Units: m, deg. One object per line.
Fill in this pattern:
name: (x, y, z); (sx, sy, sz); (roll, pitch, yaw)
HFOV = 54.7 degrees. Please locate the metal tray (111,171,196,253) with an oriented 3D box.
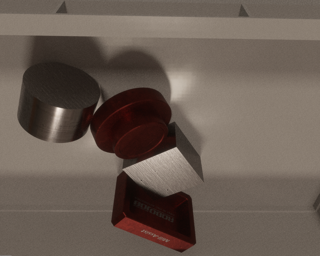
metal tray: (-0.006, 0.124, 0.471); (0.131, 0.090, 0.030); (30, 124, -24)

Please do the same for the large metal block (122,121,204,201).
large metal block: (0.006, 0.049, 0.434); (0.080, 0.050, 0.080); (-24, 127, 19)

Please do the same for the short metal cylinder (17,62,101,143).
short metal cylinder: (-0.113, -0.029, 0.346); (0.081, 0.080, 0.050); (17, 128, -15)

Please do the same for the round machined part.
round machined part: (-0.029, 0.001, 0.372); (0.099, 0.042, 0.098); (-22, 149, -14)
